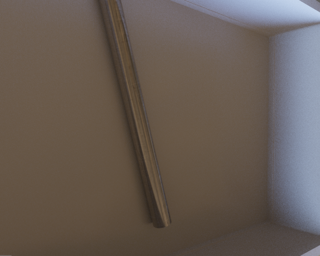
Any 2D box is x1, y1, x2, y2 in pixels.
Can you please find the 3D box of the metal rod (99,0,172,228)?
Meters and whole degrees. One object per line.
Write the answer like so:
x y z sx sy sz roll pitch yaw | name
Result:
-0.029 -0.017 0.384 0.025 0.025 0.298 -21 104 -38 | metal rod
